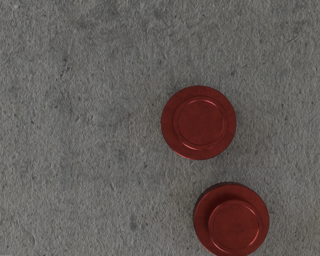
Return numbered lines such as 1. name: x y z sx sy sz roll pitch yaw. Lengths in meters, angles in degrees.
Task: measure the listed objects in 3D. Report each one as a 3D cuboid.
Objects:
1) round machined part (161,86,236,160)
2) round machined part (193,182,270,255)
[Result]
1. round machined part: 0.050 -0.006 0.402 0.099 0.042 0.097 0 90 0
2. round machined part: 0.094 0.122 0.402 0.099 0.042 0.097 0 90 0
